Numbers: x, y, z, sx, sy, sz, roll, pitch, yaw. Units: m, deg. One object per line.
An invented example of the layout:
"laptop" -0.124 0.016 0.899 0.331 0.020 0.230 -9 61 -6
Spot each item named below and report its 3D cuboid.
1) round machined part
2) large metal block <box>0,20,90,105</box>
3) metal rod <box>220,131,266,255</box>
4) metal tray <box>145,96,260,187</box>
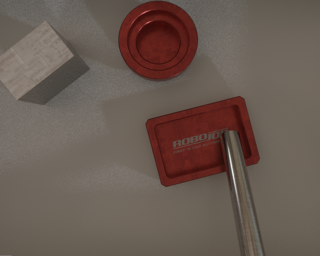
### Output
"round machined part" -0.002 -0.109 0.403 0.099 0.042 0.097 0 90 -1
"large metal block" -0.142 -0.075 0.382 0.080 0.080 0.050 -38 90 0
"metal rod" 0.097 0.136 0.320 0.025 0.025 0.299 -3 58 0
"metal tray" 0.055 0.017 0.409 0.131 0.030 0.089 -14 90 -1
